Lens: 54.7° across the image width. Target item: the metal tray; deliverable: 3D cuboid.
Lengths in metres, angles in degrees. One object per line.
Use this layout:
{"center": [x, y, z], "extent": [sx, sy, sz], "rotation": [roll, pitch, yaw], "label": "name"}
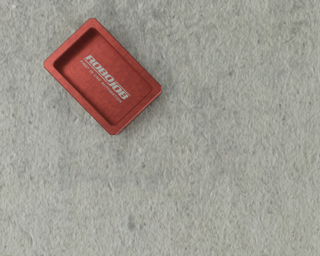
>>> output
{"center": [-0.073, -0.065, 0.406], "extent": [0.090, 0.030, 0.130], "rotation": [-44, 91, 0], "label": "metal tray"}
